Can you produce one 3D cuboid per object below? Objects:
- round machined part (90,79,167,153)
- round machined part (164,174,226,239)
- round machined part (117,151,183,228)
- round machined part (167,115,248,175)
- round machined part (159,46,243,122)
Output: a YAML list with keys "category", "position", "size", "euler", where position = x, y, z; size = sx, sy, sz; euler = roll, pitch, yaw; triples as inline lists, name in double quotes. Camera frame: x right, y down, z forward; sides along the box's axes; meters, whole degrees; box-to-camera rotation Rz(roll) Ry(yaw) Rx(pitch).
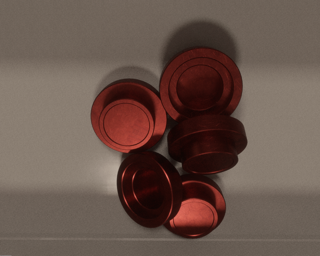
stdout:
- category: "round machined part"
  position: [-0.040, -0.011, 0.395]
  size: [0.099, 0.042, 0.097]
  euler: [1, 111, 2]
- category: "round machined part"
  position: [0.047, 0.119, 0.447]
  size: [0.099, 0.042, 0.097]
  euler: [0, 110, -1]
- category: "round machined part"
  position: [-0.009, 0.078, 0.413]
  size: [0.098, 0.042, 0.097]
  euler: [6, 100, 39]
- category: "round machined part"
  position: [0.060, 0.027, 0.386]
  size: [0.099, 0.042, 0.098]
  euler: [-3, 149, -2]
- category: "round machined part"
  position: [0.048, -0.052, 0.384]
  size: [0.099, 0.042, 0.097]
  euler: [0, 110, -1]
